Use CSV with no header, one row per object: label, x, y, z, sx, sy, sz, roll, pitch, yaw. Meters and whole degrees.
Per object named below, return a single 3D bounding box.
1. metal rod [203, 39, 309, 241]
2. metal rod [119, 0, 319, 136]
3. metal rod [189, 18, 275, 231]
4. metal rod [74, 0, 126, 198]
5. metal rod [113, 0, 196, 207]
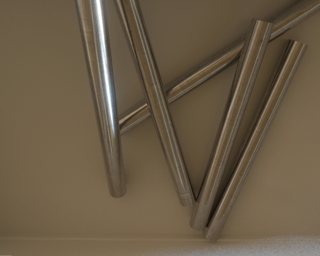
metal rod,0.122,0.030,0.423,0.025,0.025,0.298,16,109,-6
metal rod,0.065,-0.076,0.383,0.300,0.025,0.025,-32,107,11
metal rod,0.084,0.014,0.401,0.025,0.025,0.298,10,116,-4
metal rod,-0.059,-0.017,0.342,0.025,0.025,0.298,0,134,0
metal rod,0.001,-0.018,0.377,0.025,0.025,0.298,-15,120,5
